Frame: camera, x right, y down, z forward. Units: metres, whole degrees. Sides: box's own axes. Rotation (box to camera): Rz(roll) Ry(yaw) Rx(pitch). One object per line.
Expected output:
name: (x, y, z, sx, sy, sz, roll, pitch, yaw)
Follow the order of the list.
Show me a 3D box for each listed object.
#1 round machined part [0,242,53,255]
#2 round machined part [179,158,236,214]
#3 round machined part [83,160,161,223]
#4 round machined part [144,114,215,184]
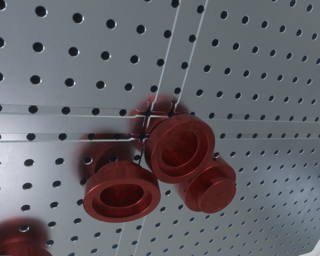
round machined part: (-0.192, 0.193, 0.414, 0.099, 0.042, 0.097, -14, 124, -21)
round machined part: (0.085, 0.101, 0.508, 0.099, 0.042, 0.097, -14, 124, -21)
round machined part: (-0.051, 0.080, 0.410, 0.099, 0.042, 0.097, -7, 133, -7)
round machined part: (0.023, 0.024, 0.425, 0.099, 0.042, 0.097, -14, 123, -23)
